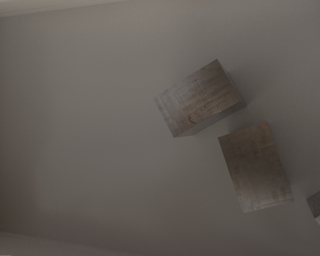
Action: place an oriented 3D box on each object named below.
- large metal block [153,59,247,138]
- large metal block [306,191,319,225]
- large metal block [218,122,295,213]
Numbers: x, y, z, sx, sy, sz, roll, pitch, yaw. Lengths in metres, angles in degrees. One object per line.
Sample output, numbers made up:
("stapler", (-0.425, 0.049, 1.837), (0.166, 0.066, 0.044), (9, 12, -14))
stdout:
("large metal block", (0.050, -0.030, 0.363), (0.080, 0.080, 0.050), (-30, 80, 17))
("large metal block", (0.199, 0.100, 0.311), (0.050, 0.080, 0.080), (-40, 78, 16))
("large metal block", (0.107, 0.039, 0.343), (0.050, 0.080, 0.080), (-19, 84, 19))
